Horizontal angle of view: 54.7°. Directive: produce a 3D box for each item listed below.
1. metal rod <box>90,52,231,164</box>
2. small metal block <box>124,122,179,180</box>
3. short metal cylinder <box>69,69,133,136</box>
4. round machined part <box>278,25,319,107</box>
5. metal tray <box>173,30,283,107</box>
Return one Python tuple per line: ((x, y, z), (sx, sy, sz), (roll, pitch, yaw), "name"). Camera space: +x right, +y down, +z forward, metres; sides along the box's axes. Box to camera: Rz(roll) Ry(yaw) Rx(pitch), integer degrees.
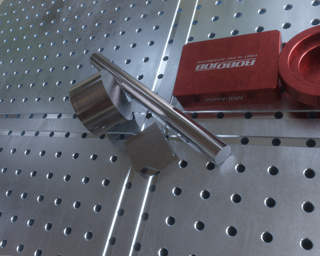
((-0.019, -0.044, 0.443), (0.025, 0.025, 0.300), (-47, 52, -5), "metal rod")
((-0.012, 0.029, 0.396), (0.050, 0.025, 0.050), (-33, 52, 6), "small metal block")
((-0.081, -0.035, 0.435), (0.050, 0.080, 0.080), (-27, 53, 11), "short metal cylinder")
((0.184, -0.064, 0.340), (0.098, 0.042, 0.098), (-13, 56, 20), "round machined part")
((0.088, -0.075, 0.404), (0.130, 0.030, 0.090), (-1, 61, 27), "metal tray")
